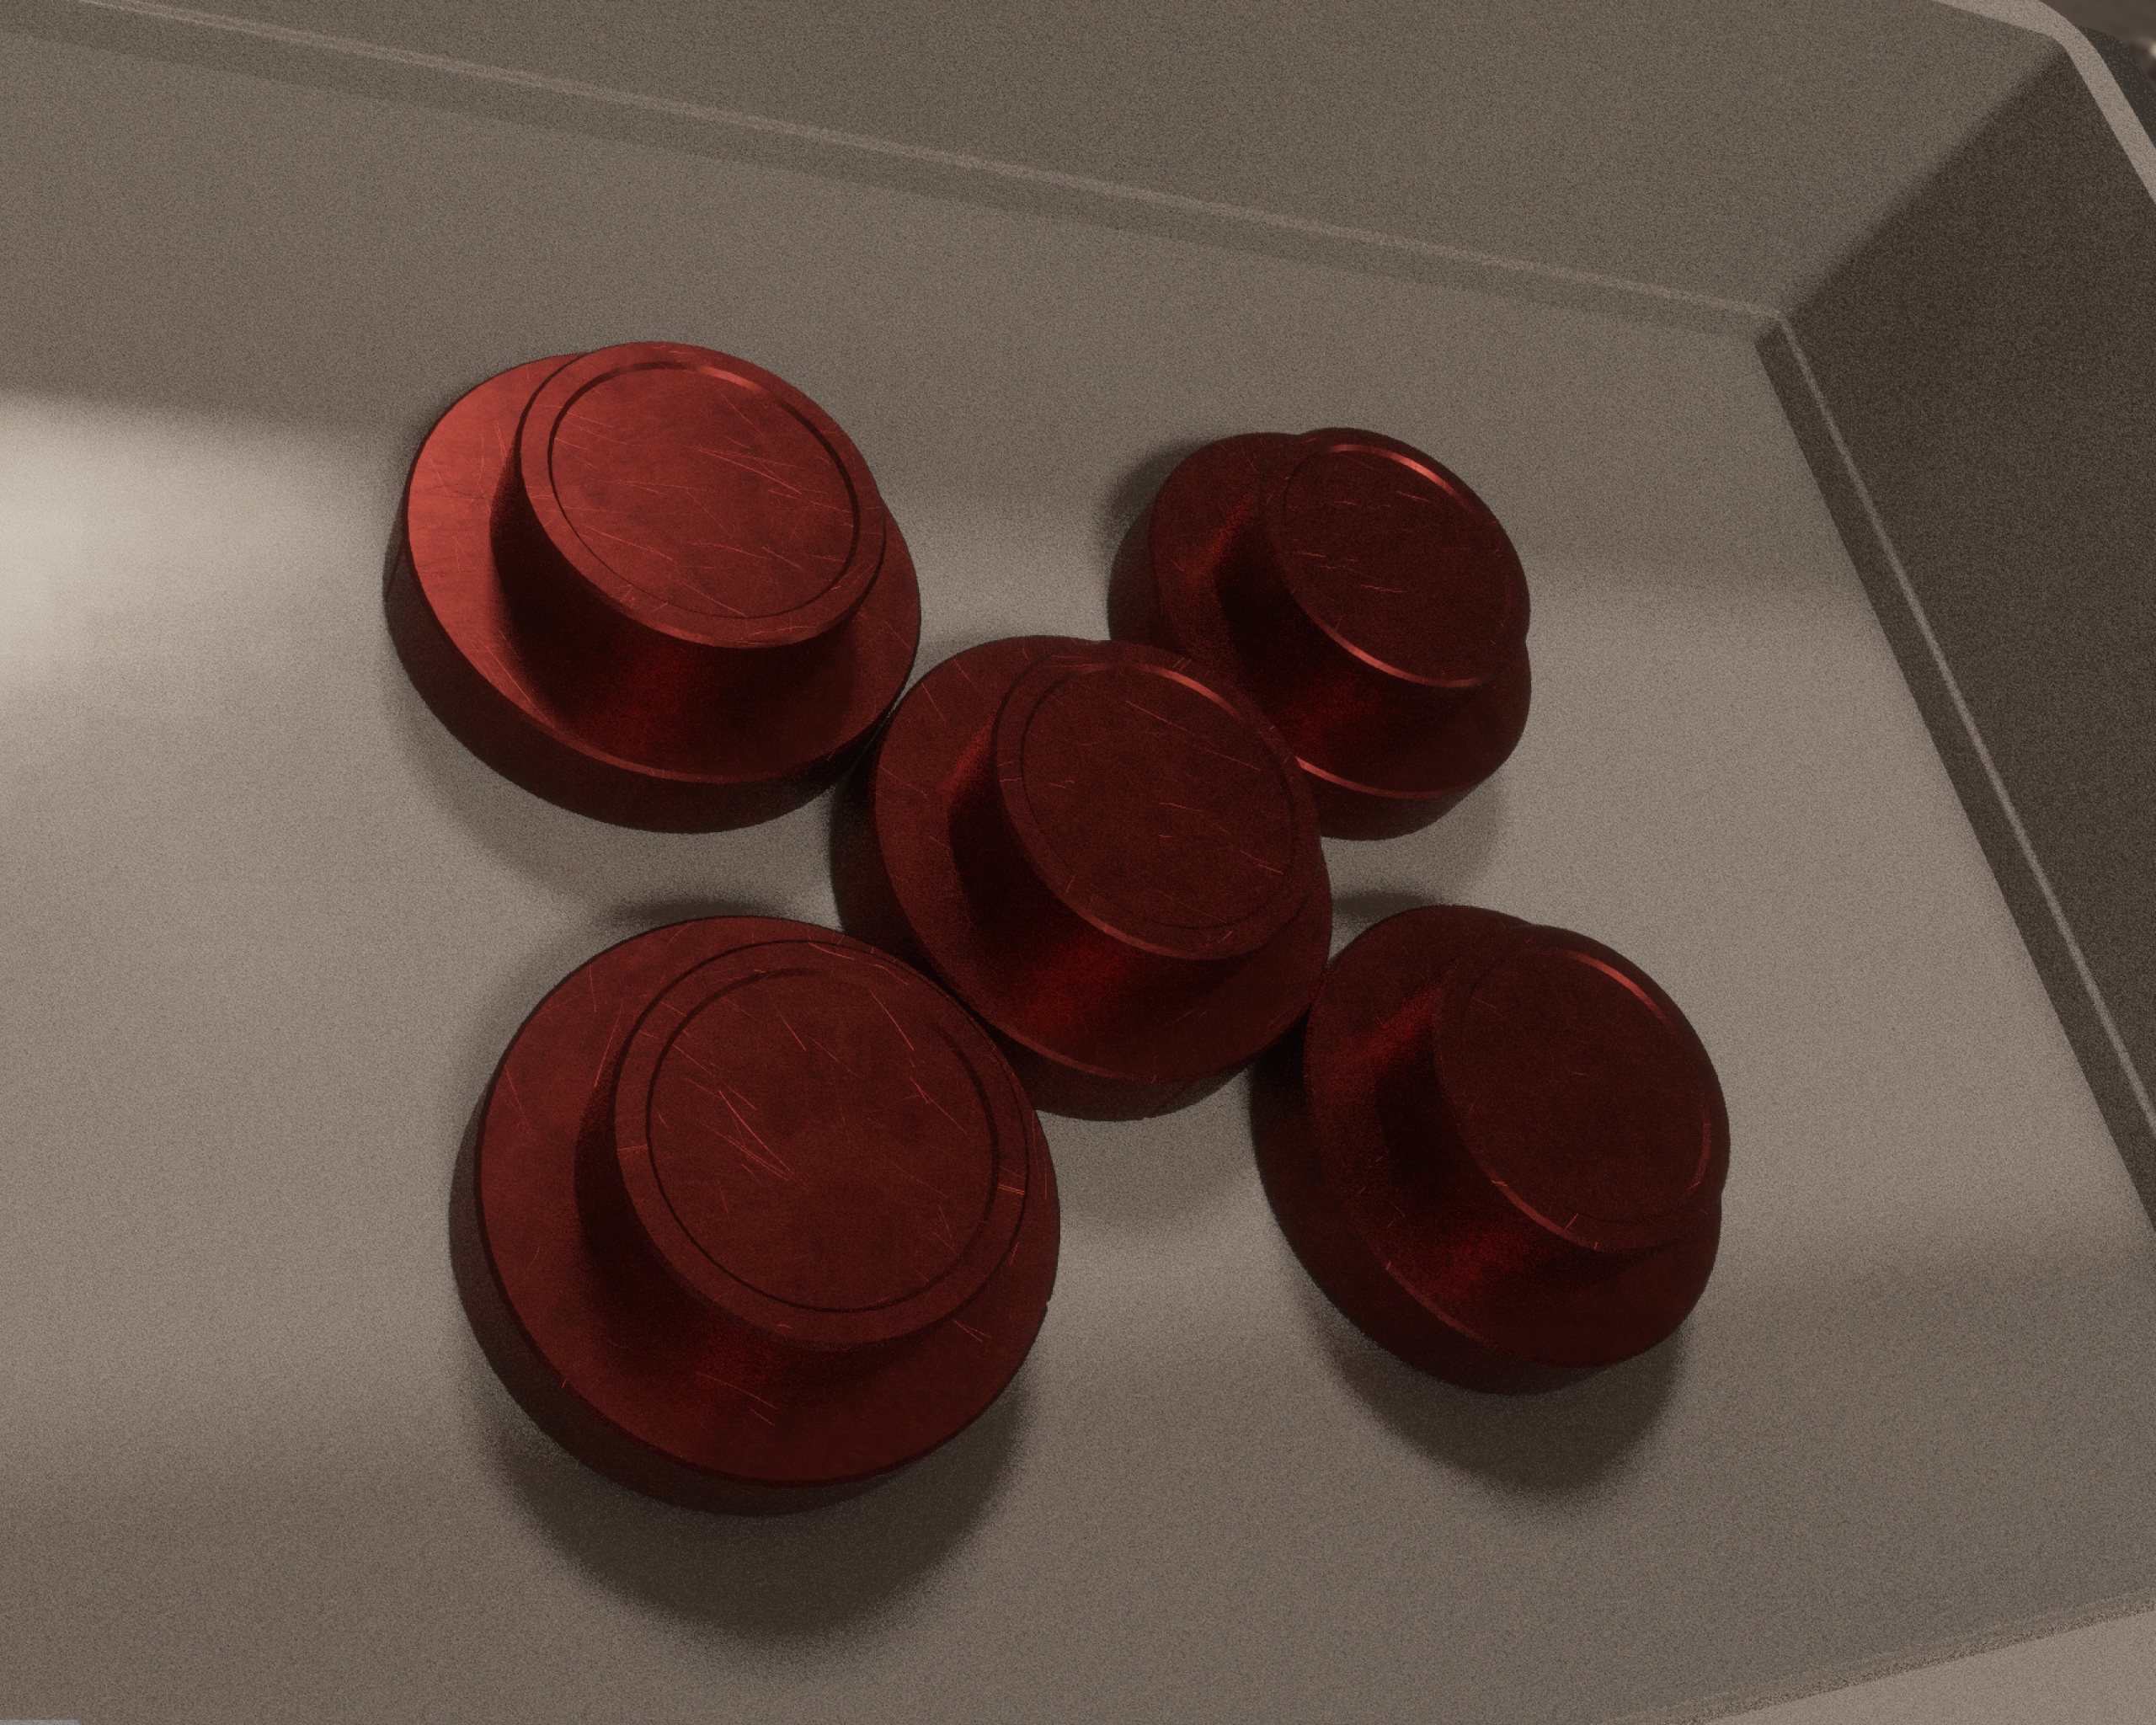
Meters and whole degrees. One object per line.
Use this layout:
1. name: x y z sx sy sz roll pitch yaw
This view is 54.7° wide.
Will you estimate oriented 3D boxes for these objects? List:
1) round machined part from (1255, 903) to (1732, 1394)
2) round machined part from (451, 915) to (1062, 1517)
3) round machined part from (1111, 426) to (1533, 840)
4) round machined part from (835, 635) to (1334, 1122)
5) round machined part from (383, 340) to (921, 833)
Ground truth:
1. round machined part: 0.088 0.051 0.411 0.099 0.042 0.098 14 56 -21
2. round machined part: -0.047 0.051 0.337 0.099 0.042 0.098 14 56 -21
3. round machined part: 0.060 -0.057 0.462 0.099 0.042 0.098 14 56 -21
4. round machined part: 0.007 -0.003 0.399 0.099 0.042 0.098 14 56 -21
5. round machined part: -0.075 -0.058 0.389 0.099 0.042 0.098 14 56 -21
